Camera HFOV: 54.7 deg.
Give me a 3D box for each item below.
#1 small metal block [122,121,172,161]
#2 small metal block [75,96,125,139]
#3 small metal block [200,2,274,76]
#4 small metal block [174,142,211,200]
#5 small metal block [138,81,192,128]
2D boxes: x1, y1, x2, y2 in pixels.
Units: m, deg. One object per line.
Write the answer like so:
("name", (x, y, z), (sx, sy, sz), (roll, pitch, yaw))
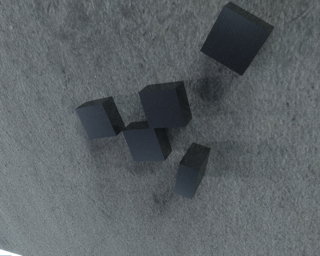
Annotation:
("small metal block", (-0.017, 0.018, 0.425), (0.050, 0.025, 0.050), (-5, 116, 30))
("small metal block", (-0.085, -0.014, 0.441), (0.050, 0.025, 0.050), (-8, 115, 31))
("small metal block", (0.077, -0.089, 0.311), (0.050, 0.025, 0.050), (33, 129, 6))
("small metal block", (0.042, 0.055, 0.401), (0.025, 0.050, 0.050), (19, 126, 17))
("small metal block", (0.007, -0.028, 0.384), (0.050, 0.025, 0.050), (-3, 117, 29))
